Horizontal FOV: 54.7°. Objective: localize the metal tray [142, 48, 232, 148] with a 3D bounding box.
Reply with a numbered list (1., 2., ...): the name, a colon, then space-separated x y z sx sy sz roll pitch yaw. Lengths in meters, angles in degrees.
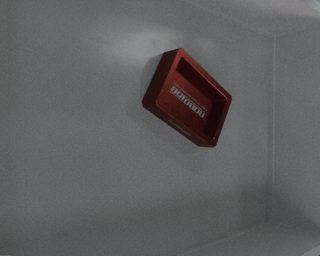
1. metal tray: 0.044 -0.039 0.442 0.130 0.030 0.090 35 68 -35
